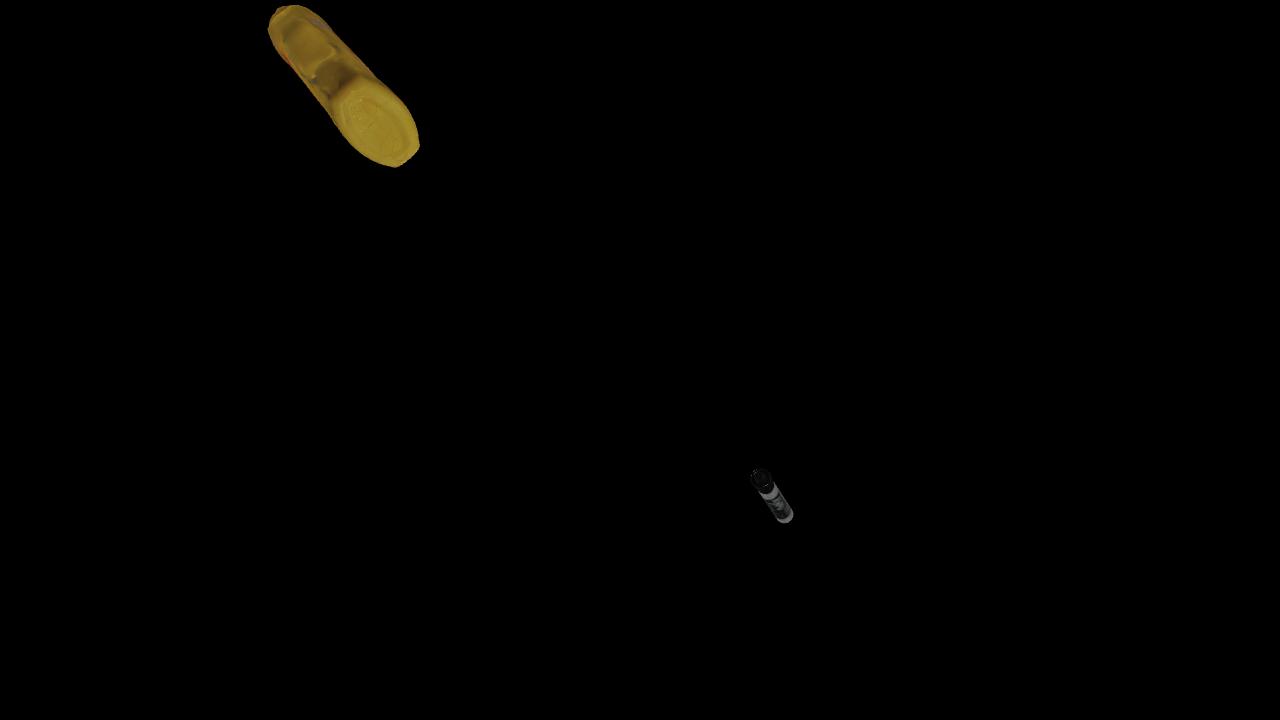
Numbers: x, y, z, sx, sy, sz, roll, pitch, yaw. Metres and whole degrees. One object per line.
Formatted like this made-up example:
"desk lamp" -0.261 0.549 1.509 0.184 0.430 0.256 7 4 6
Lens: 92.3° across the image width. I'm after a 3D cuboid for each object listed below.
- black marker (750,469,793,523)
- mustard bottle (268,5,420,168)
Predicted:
"black marker" 0.127 0.130 0.585 0.020 0.020 0.121 0 -29 25
"mustard bottle" -0.264 -0.248 0.523 0.054 0.184 0.092 -43 -21 3
